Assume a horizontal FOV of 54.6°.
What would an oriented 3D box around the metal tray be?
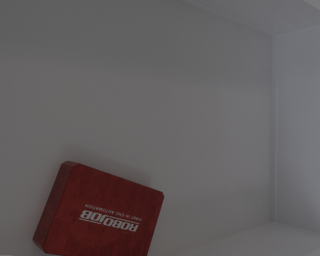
[{"bbox_3d":[-0.062,0.099,0.351,0.131,0.030,0.090,28,73,-37],"label":"metal tray"}]
